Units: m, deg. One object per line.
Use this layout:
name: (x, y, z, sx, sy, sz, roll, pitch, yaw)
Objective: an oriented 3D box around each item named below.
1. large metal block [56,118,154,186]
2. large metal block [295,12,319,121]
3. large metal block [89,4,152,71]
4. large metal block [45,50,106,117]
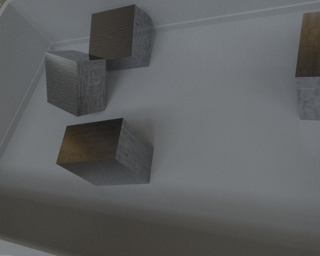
large metal block: (-0.064, 0.033, 0.382, 0.080, 0.080, 0.050, -7, 59, 24)
large metal block: (0.173, -0.061, 0.317, 0.050, 0.080, 0.080, 3, 63, 29)
large metal block: (-0.063, -0.139, 0.490, 0.080, 0.050, 0.080, -1, 82, 27)
large metal block: (-0.129, -0.071, 0.472, 0.080, 0.050, 0.079, 22, 118, 36)
